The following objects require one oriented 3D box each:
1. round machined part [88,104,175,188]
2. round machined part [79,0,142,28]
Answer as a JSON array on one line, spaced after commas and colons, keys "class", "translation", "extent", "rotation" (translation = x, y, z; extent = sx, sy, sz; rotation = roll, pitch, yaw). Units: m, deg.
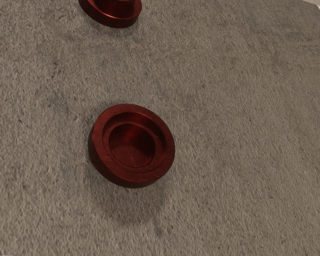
[{"class": "round machined part", "translation": [-0.035, 0.024, 0.361], "extent": [0.099, 0.042, 0.098], "rotation": [14, 56, -21]}, {"class": "round machined part", "translation": [-0.073, -0.206, 0.481], "extent": [0.099, 0.042, 0.098], "rotation": [14, 56, -21]}]
